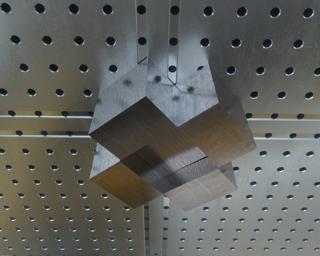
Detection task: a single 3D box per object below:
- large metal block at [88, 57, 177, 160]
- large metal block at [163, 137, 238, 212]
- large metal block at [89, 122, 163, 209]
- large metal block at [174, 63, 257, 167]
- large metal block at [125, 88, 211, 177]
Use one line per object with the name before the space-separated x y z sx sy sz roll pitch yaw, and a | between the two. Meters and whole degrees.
large metal block | -0.029 -0.023 0.356 0.080 0.080 0.050 -31 124 24
large metal block | 0.051 0.055 0.424 0.080 0.080 0.050 -30 124 23
large metal block | -0.041 0.047 0.415 0.050 0.080 0.080 -32 124 24
large metal block | 0.063 -0.015 0.363 0.050 0.080 0.080 -32 124 23
large metal block | 0.012 0.007 0.400 0.080 0.050 0.080 -30 123 25
